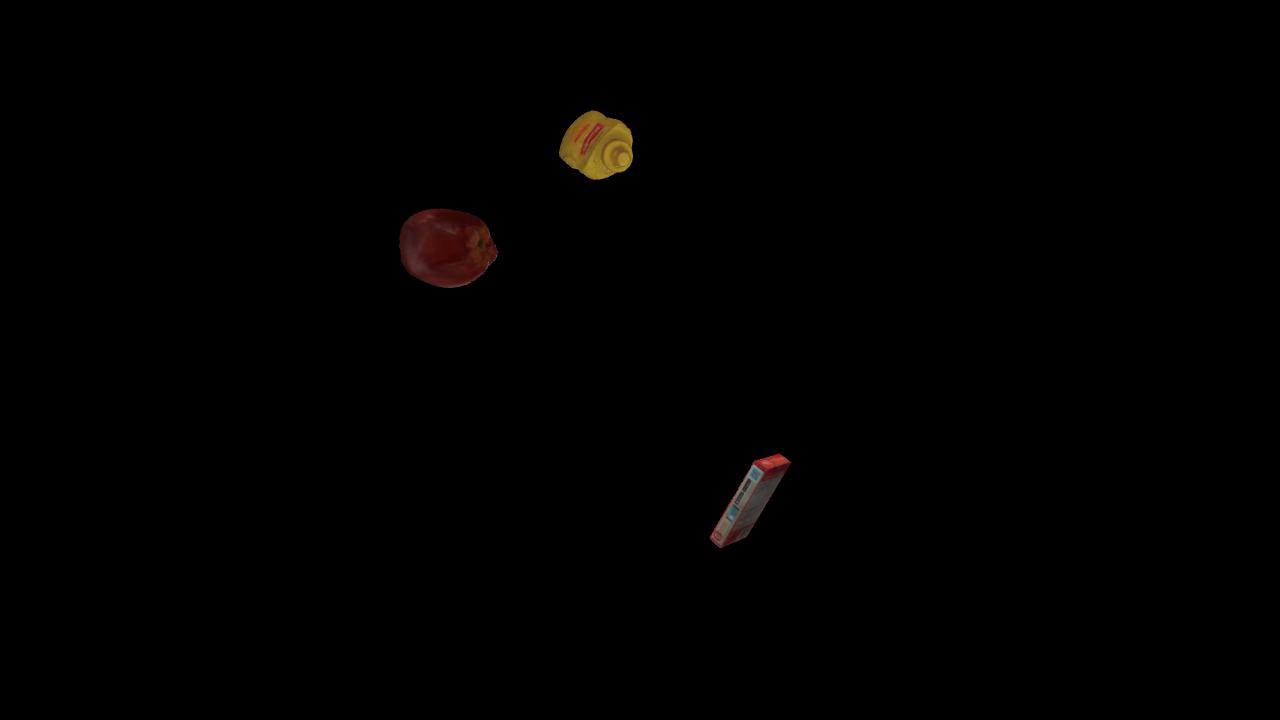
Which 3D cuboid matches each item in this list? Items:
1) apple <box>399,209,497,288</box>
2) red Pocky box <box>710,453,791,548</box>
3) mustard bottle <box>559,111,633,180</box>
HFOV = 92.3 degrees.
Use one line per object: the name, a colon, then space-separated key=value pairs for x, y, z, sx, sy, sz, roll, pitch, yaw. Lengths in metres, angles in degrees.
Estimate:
apple: x=-0.185 y=-0.108 z=0.587 sx=0.093 sy=0.079 sz=0.079 roll=7 pitch=4 yaw=33
red Pocky box: x=0.171 y=0.216 z=0.949 sx=0.028 sy=0.155 sz=0.083 roll=39 pitch=24 yaw=34
mustard bottle: x=-0.054 y=-0.301 z=0.874 sx=0.054 sy=0.092 sz=0.184 roll=42 pitch=5 yaw=-36
